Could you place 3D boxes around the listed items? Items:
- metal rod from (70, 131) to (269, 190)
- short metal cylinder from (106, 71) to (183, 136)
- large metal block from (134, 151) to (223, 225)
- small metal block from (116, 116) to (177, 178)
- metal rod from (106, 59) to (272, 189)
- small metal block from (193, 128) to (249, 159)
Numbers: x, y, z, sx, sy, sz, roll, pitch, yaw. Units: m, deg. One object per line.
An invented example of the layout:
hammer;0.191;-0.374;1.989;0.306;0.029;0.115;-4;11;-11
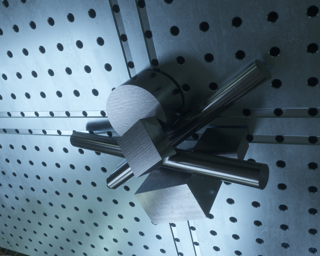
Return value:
metal rod;-0.016;0.032;0.389;0.300;0.025;0.025;7;123;40
short metal cylinder;-0.019;-0.025;0.385;0.080;0.050;0.079;13;123;21
large metal block;0.027;0.074;0.401;0.080;0.080;0.050;-19;108;35
small metal block;-0.017;0.022;0.353;0.050;0.025;0.050;-41;73;39
metal rod;0.015;0.014;0.408;0.025;0.025;0.299;47;129;-5
small metal block;0.073;0.023;0.366;0.050;0.050;0.025;1;119;29
